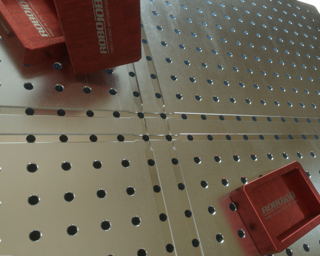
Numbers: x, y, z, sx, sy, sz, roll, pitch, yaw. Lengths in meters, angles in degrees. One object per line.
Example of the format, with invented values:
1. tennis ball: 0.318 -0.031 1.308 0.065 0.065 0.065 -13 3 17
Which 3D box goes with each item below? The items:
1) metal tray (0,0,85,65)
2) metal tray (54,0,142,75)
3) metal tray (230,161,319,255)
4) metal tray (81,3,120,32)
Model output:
1. metal tray: -0.166 -0.151 0.407 0.091 0.030 0.130 -29 78 -38
2. metal tray: -0.070 -0.127 0.364 0.091 0.129 0.030 -17 58 -13
3. metal tray: 0.171 0.107 0.433 0.131 0.030 0.090 -14 69 -34
4. metal tray: -0.084 -0.169 0.405 0.030 0.130 0.090 -14 63 8
